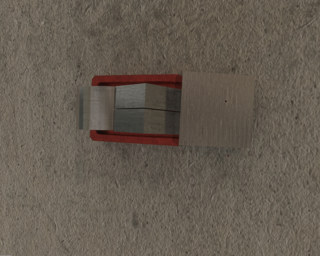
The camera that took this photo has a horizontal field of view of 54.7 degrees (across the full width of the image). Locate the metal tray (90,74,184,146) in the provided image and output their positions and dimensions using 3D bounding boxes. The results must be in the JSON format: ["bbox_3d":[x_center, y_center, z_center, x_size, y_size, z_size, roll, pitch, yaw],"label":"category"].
[{"bbox_3d":[-0.029,-0.025,0.417,0.130,0.030,0.089,2,91,19],"label":"metal tray"}]

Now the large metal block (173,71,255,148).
[{"bbox_3d":[0.060,-0.020,0.360,0.081,0.050,0.079,3,91,-6],"label":"large metal block"}]

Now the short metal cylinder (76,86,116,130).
[{"bbox_3d":[-0.063,-0.023,0.390,0.080,0.080,0.050,1,91,20],"label":"short metal cylinder"}]

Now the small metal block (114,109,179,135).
[{"bbox_3d":[-0.015,-0.007,0.346,0.050,0.050,0.025,3,90,46],"label":"small metal block"}]

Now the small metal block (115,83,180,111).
[{"bbox_3d":[-0.014,-0.033,0.346,0.050,0.050,0.025,3,90,46],"label":"small metal block"}]
